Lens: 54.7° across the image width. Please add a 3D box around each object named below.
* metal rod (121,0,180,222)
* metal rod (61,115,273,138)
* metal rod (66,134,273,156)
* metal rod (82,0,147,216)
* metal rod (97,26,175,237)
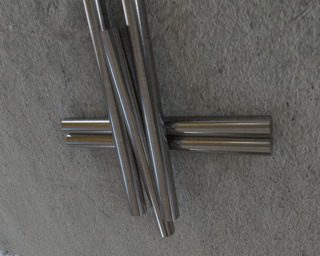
[{"bbox_3d":[-0.010,-0.021,0.371,0.025,0.025,0.298,0,111,28],"label":"metal rod"},{"bbox_3d":[-0.010,-0.003,0.411,0.300,0.025,0.025,0,119,27],"label":"metal rod"},{"bbox_3d":[-0.006,0.019,0.423,0.300,0.025,0.025,0,119,27],"label":"metal rod"},{"bbox_3d":[-0.054,-0.021,0.395,0.025,0.025,0.298,0,111,28],"label":"metal rod"},{"bbox_3d":[-0.023,0.023,0.400,0.025,0.025,0.298,0,118,28],"label":"metal rod"}]
